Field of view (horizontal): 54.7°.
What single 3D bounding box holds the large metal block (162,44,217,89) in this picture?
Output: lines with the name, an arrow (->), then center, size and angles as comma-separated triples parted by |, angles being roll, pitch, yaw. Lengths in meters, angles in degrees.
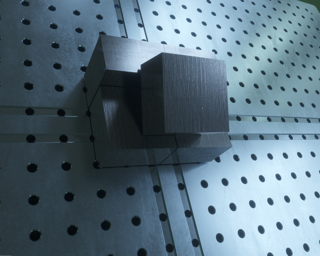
large metal block -> 0.028, -0.064, 0.427 | 0.081, 0.080, 0.050 | 1, 62, -28

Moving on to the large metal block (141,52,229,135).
large metal block -> 0.027, -0.033, 0.343 | 0.081, 0.050, 0.080 | 0, 86, -29

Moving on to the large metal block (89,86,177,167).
large metal block -> -0.035, -0.001, 0.373 | 0.081, 0.050, 0.080 | 1, 62, -28

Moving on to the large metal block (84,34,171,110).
large metal block -> -0.044, -0.065, 0.389 | 0.081, 0.080, 0.050 | 1, 62, -28

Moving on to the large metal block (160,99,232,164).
large metal block -> 0.038, 0.000, 0.411 | 0.081, 0.050, 0.080 | 1, 62, -28
